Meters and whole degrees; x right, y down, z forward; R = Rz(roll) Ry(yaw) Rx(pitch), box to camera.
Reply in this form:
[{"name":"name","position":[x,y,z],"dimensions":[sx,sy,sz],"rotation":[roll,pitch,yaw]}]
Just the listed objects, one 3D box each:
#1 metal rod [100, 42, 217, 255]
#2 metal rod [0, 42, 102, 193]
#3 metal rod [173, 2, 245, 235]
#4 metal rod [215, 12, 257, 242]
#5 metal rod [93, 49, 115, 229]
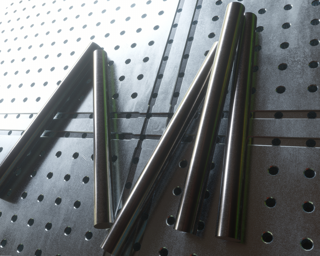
[{"name":"metal rod","position":[0.014,0.014,0.390],"dimensions":[0.025,0.025,0.300],"rotation":[18,71,35]},{"name":"metal rod","position":[-0.190,-0.022,0.518],"dimensions":[0.025,0.025,0.300],"rotation":[21,73,35]},{"name":"metal rod","position":[0.065,-0.027,0.374],"dimensions":[0.025,0.025,0.299],"rotation":[5,68,30]},{"name":"metal rod","position":[0.095,-0.022,0.371],"dimensions":[0.025,0.025,0.299],"rotation":[-2,61,27]},{"name":"metal rod","position":[-0.085,-0.005,0.454],"dimensions":[0.025,0.025,0.299],"rotation":[-20,54,16]}]
